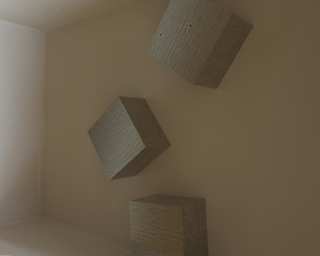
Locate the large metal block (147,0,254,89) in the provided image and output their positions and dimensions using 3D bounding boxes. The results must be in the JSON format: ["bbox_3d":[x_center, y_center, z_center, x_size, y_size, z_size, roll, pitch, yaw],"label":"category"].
[{"bbox_3d":[0.043,-0.101,0.353,0.080,0.050,0.079,42,115,31],"label":"large metal block"}]

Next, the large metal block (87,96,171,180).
[{"bbox_3d":[-0.044,0.014,0.425,0.080,0.050,0.080,-43,64,31],"label":"large metal block"}]

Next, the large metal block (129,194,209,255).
[{"bbox_3d":[0.010,0.128,0.380,0.080,0.050,0.080,-5,87,39],"label":"large metal block"}]
